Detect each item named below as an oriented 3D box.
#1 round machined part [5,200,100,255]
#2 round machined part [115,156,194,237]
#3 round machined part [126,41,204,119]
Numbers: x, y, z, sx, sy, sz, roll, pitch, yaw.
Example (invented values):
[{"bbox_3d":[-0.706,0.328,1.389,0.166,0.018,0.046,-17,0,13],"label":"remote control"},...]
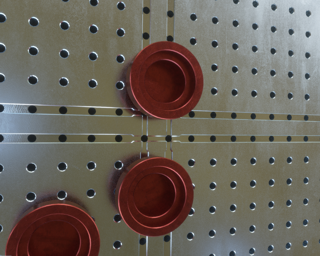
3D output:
[{"bbox_3d":[-0.122,0.132,0.359,0.099,0.042,0.097,0,90,-20],"label":"round machined part"},{"bbox_3d":[-0.010,0.085,0.400,0.099,0.042,0.097,0,90,-20],"label":"round machined part"},{"bbox_3d":[0.004,-0.060,0.405,0.099,0.042,0.097,0,90,-20],"label":"round machined part"}]
